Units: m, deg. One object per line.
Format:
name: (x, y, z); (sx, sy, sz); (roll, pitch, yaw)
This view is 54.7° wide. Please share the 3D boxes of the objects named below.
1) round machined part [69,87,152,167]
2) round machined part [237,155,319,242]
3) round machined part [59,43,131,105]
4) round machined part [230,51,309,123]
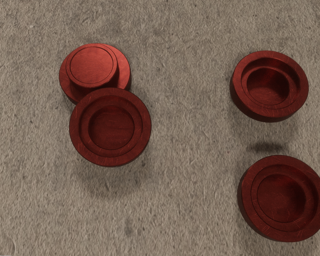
round machined part: (-0.061, 0.001, 0.392); (0.099, 0.042, 0.098); (1, 79, -4)
round machined part: (0.141, 0.084, 0.370); (0.099, 0.042, 0.098); (0, 70, -1)
round machined part: (-0.090, -0.076, 0.426); (0.099, 0.042, 0.098); (0, 70, -1)
round machined part: (0.143, -0.052, 0.420); (0.099, 0.042, 0.098); (0, 70, -1)
